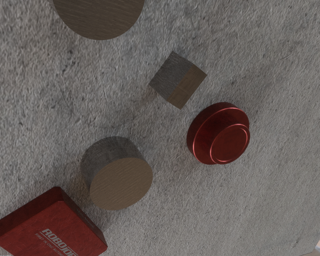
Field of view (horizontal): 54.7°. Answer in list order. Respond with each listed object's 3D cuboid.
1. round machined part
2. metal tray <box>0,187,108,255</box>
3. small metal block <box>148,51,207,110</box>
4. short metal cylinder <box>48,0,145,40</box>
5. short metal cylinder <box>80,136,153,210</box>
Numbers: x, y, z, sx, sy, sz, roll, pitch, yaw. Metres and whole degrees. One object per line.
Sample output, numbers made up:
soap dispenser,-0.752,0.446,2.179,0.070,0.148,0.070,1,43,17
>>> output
round machined part,0.092,0.015,0.455,0.099,0.042,0.097,-14,124,-21
metal tray,-0.140,0.148,0.418,0.090,0.030,0.130,-32,129,-8
small metal block,0.020,-0.057,0.366,0.025,0.050,0.050,30,102,-38
short metal cylinder,-0.060,-0.126,0.280,0.081,0.050,0.079,-14,124,-21
short metal cylinder,-0.056,0.057,0.396,0.081,0.050,0.079,-14,124,-21
